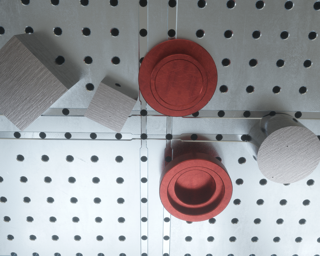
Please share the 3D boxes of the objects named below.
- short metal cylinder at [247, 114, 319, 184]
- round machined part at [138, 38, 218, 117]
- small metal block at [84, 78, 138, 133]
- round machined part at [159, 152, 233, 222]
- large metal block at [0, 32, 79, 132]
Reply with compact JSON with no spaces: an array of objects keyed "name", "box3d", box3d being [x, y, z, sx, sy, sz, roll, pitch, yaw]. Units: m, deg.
[{"name":"short metal cylinder","box3d":[0.162,0.026,0.411,0.081,0.050,0.079,0,110,0]},{"name":"round machined part","box3d":[0.022,-0.059,0.382,0.099,0.042,0.097,0,110,0]},{"name":"small metal block","box3d":[-0.063,-0.029,0.402,0.050,0.025,0.050,27,108,-10]},{"name":"round machined part","box3d":[0.048,0.078,0.433,0.099,0.042,0.097,0,110,0]},{"name":"large metal block","box3d":[-0.162,-0.057,0.378,0.080,0.050,0.080,-39,106,13]}]
